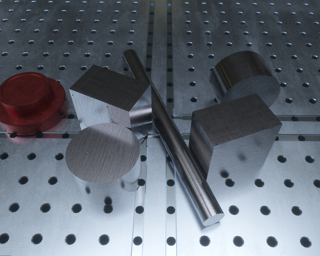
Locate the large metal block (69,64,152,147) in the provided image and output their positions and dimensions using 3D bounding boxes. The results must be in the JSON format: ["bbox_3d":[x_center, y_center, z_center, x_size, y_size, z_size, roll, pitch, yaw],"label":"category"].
[{"bbox_3d":[-0.058,-0.023,0.391,0.080,0.080,0.050,21,53,17],"label":"large metal block"}]

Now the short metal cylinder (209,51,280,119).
[{"bbox_3d":[0.113,-0.057,0.420,0.081,0.080,0.050,-9,51,-7],"label":"short metal cylinder"}]

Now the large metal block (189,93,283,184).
[{"bbox_3d":[0.082,0.014,0.360,0.081,0.080,0.050,-17,52,-14],"label":"large metal block"}]

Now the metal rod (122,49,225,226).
[{"bbox_3d":[0.003,-0.011,0.416,0.025,0.025,0.300,-16,52,-13],"label":"metal rod"}]

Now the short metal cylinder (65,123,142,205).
[{"bbox_3d":[-0.062,0.040,0.357,0.080,0.050,0.080,0,50,0],"label":"short metal cylinder"}]

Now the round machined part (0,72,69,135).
[{"bbox_3d":[-0.182,-0.041,0.429,0.099,0.042,0.098,0,50,0],"label":"round machined part"}]
